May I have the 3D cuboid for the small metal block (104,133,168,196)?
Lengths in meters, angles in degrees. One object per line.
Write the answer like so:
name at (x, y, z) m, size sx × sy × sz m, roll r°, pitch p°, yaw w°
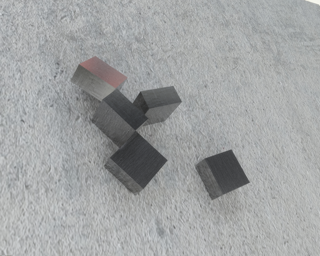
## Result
small metal block at (-0.028, 0.041, 0.363) m, size 0.050 × 0.025 × 0.050 m, roll 43°, pitch 51°, yaw 1°

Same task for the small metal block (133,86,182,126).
small metal block at (-0.008, -0.027, 0.399) m, size 0.050 × 0.050 × 0.025 m, roll -15°, pitch 70°, yaw -34°

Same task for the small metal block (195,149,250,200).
small metal block at (0.082, 0.061, 0.410) m, size 0.050 × 0.025 × 0.050 m, roll -14°, pitch 69°, yaw -34°

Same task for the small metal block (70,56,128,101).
small metal block at (-0.075, -0.061, 0.388) m, size 0.050 × 0.025 × 0.050 m, roll 34°, pitch 26°, yaw -4°

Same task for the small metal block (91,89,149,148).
small metal block at (-0.049, -0.010, 0.367) m, size 0.050 × 0.050 × 0.025 m, roll 44°, pitch 51°, yaw 1°
